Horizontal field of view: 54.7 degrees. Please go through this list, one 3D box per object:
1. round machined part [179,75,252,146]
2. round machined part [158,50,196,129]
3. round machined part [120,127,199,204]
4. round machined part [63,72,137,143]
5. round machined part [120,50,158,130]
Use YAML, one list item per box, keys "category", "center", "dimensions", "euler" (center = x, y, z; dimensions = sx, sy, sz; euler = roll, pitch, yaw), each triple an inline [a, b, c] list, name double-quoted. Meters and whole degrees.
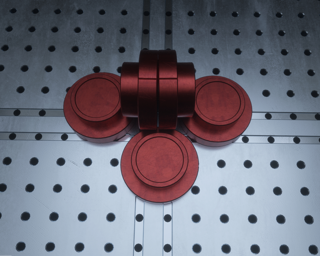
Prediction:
- category: "round machined part"
  center: [0.074, -0.028, 0.413]
  dimensions: [0.099, 0.042, 0.098]
  euler: [0, 70, -1]
- category: "round machined part"
  center: [0.020, -0.047, 0.385]
  dimensions: [0.042, 0.098, 0.098]
  euler: [-1, 70, -1]
- category: "round machined part"
  center: [0.000, 0.044, 0.386]
  dimensions: [0.099, 0.042, 0.098]
  euler: [0, 70, -1]
- category: "round machined part"
  center: [-0.080, -0.032, 0.413]
  dimensions: [0.099, 0.042, 0.098]
  euler: [0, 70, -1]
- category: "round machined part"
  center: [-0.024, -0.047, 0.383]
  dimensions: [0.042, 0.098, 0.098]
  euler: [1, 70, 0]
